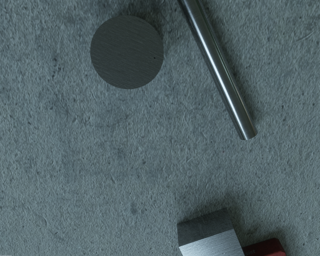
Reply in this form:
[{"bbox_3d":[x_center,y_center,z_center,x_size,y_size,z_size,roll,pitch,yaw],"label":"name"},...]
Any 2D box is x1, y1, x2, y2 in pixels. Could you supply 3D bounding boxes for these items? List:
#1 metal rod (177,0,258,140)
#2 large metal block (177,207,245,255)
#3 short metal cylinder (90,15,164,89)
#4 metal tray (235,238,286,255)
[{"bbox_3d":[0.051,-0.115,0.367,0.025,0.025,0.299,-26,109,9],"label":"metal rod"},{"bbox_3d":[0.079,0.177,0.463,0.080,0.050,0.080,-21,109,7],"label":"large metal block"},{"bbox_3d":[-0.036,-0.090,0.363,0.081,0.050,0.079,0,110,-1],"label":"short metal cylinder"},{"bbox_3d":[0.141,0.237,0.496,0.130,0.030,0.090,-20,109,6],"label":"metal tray"}]
